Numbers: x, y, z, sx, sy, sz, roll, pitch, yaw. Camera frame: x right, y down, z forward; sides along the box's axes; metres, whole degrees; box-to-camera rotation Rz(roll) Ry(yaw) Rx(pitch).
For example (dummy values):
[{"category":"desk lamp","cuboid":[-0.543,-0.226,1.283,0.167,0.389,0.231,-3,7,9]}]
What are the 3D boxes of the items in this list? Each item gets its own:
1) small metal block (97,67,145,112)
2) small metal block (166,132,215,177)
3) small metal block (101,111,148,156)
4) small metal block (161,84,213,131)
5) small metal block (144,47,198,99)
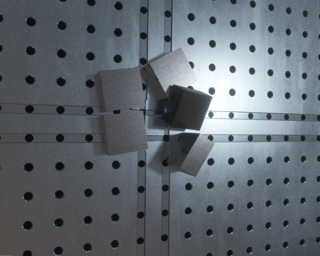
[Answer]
[{"category":"small metal block","cuboid":[-0.050,-0.049,0.395,0.050,0.025,0.050,-9,93,-20]},{"category":"small metal block","cuboid":[0.039,0.034,0.415,0.025,0.050,0.050,35,79,-17]},{"category":"small metal block","cuboid":[-0.046,0.006,0.397,0.050,0.025,0.050,-9,93,-20]},{"category":"small metal block","cuboid":[0.036,-0.026,0.412,0.050,0.025,0.050,8,108,-37]},{"category":"small metal block","cuboid":[0.015,-0.074,0.419,0.050,0.025,0.050,-32,101,-18]}]
